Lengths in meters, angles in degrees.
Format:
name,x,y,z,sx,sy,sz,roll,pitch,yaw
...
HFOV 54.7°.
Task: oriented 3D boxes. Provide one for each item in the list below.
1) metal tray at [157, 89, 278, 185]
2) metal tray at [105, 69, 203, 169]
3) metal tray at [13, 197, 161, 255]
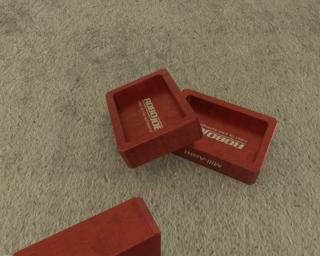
name,x,y,z,sx,sy,sz,roll,pitch,yaw
metal tray,0.071,0.006,0.394,0.130,0.030,0.090,21,53,17
metal tray,-0.013,-0.018,0.380,0.090,0.030,0.130,-23,38,-1
metal tray,-0.046,0.112,0.240,0.091,0.129,0.030,-22,54,-17
